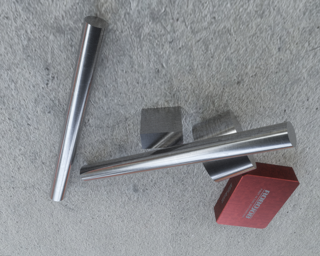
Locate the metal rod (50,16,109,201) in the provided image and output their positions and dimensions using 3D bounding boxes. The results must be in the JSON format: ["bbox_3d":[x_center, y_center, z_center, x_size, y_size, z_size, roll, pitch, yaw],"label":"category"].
[{"bbox_3d":[-0.114,0.000,0.405,0.025,0.025,0.298,15,129,-13],"label":"metal rod"}]

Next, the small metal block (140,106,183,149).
[{"bbox_3d":[0.002,-0.001,0.390,0.050,0.050,0.025,-4,130,3],"label":"small metal block"}]

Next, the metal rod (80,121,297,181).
[{"bbox_3d":[0.006,0.037,0.376,0.300,0.025,0.025,-15,132,37],"label":"metal rod"}]

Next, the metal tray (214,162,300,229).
[{"bbox_3d":[0.151,0.112,0.502,0.091,0.030,0.129,9,130,-8],"label":"metal tray"}]

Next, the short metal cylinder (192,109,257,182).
[{"bbox_3d":[0.082,0.023,0.392,0.050,0.080,0.080,-24,126,19],"label":"short metal cylinder"}]
